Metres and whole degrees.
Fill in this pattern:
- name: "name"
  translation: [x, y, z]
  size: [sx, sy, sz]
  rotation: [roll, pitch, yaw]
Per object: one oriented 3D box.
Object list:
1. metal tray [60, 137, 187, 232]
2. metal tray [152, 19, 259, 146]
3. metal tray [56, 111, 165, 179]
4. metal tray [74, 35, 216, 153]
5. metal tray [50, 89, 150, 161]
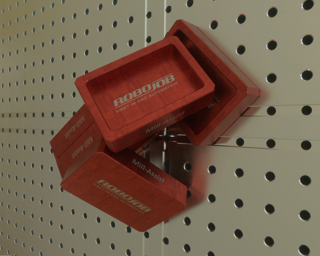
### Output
- name: "metal tray"
  translation: [-0.042, 0.073, 0.382]
  size: [0.090, 0.130, 0.030]
  rotation: [-39, 25, 33]
- name: "metal tray"
  translation: [0.041, -0.054, 0.369]
  size: [0.090, 0.030, 0.130]
  rotation: [-51, 61, 27]
- name: "metal tray"
  translation: [-0.067, 0.024, 0.418]
  size: [0.130, 0.091, 0.030]
  rotation: [-39, 66, 32]
- name: "metal tray"
  translation: [-0.016, -0.041, 0.347]
  size: [0.131, 0.030, 0.090]
  rotation: [-27, 66, -11]
- name: "metal tray"
  translation: [-0.080, -0.001, 0.430]
  size: [0.130, 0.091, 0.030]
  rotation: [-39, 66, 32]
